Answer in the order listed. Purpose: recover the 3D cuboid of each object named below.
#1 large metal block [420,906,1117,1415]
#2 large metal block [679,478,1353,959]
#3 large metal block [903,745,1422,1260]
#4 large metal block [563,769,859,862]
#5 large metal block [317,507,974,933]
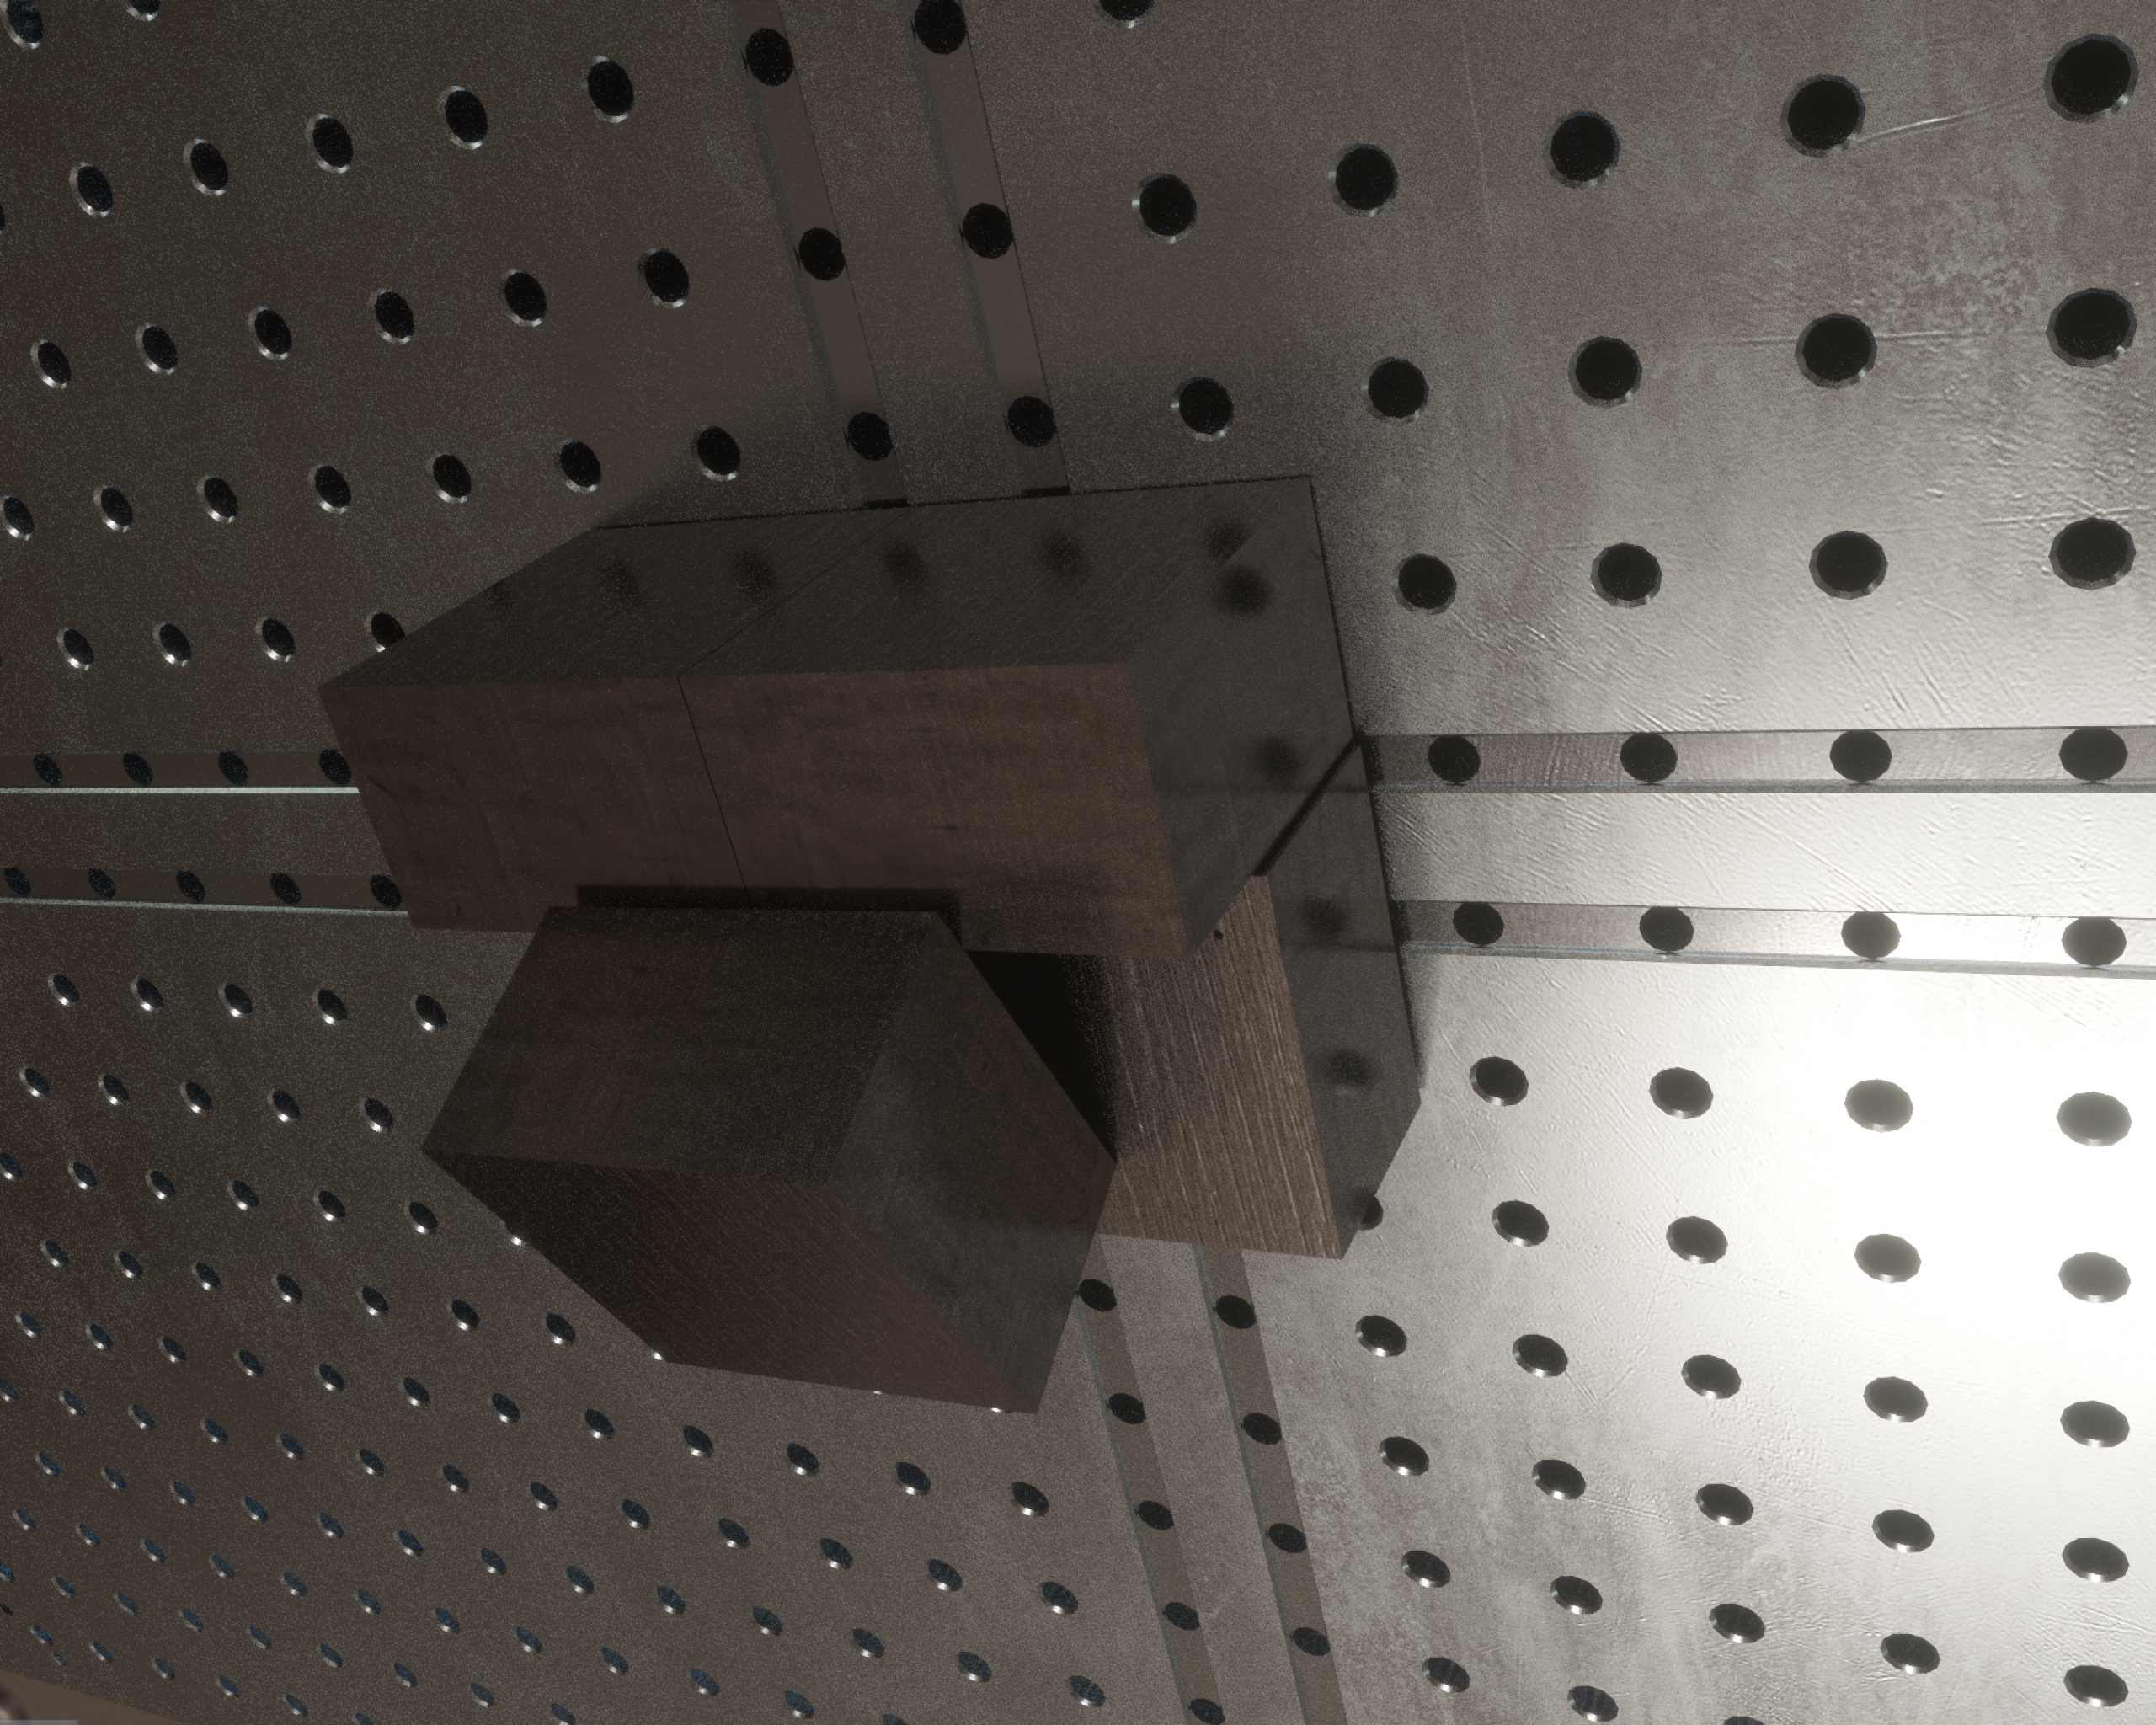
[{"bbox_3d":[-0.050,0.052,0.366,0.080,0.050,0.080,0,142,28],"label":"large metal block"},{"bbox_3d":[-0.007,-0.027,0.360,0.080,0.080,0.050,1,119,27],"label":"large metal block"},{"bbox_3d":[0.014,0.025,0.398,0.080,0.050,0.079,1,119,27],"label":"large metal block"},{"bbox_3d":[-0.058,0.023,0.435,0.080,0.050,0.079,1,119,27],"label":"large metal block"},{"bbox_3d":[-0.079,-0.028,0.397,0.080,0.080,0.050,1,119,27],"label":"large metal block"}]
